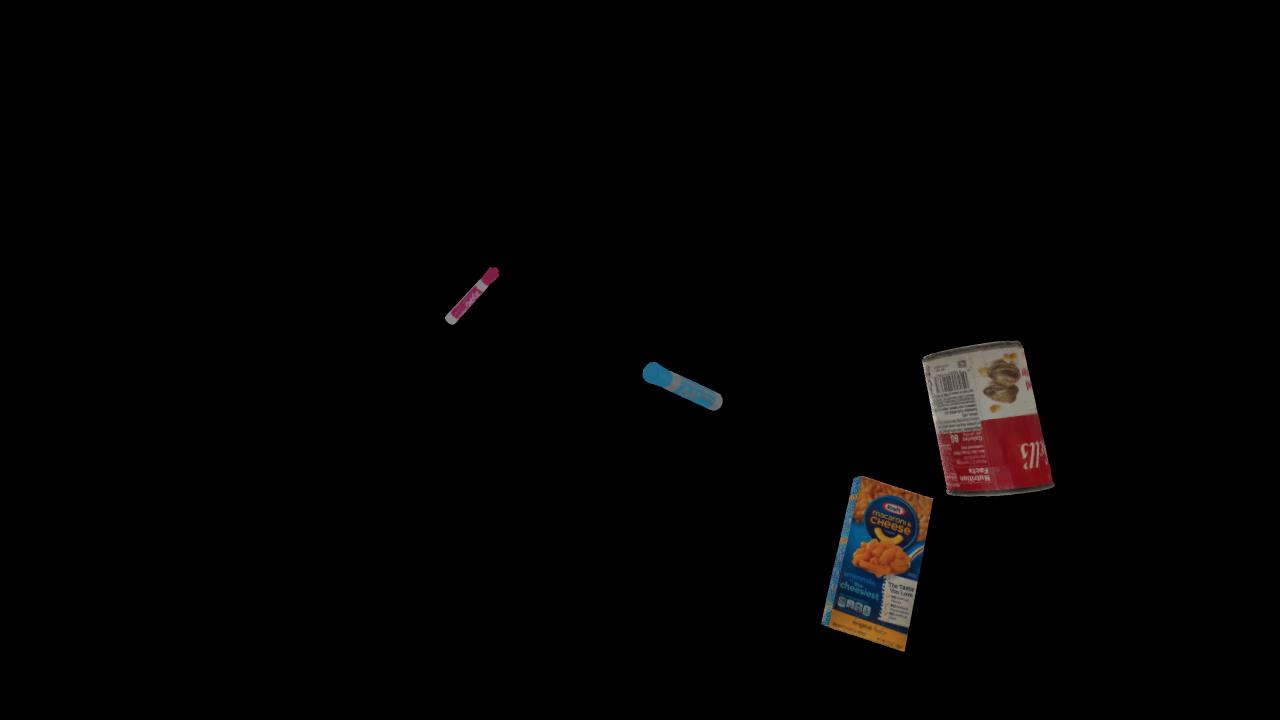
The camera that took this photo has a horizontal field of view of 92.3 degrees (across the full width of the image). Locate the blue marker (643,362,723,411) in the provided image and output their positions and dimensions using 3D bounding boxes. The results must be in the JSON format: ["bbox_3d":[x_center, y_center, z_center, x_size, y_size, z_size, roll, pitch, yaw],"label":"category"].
[{"bbox_3d":[0.041,0.026,0.572,0.020,0.020,0.121,0,-16,36],"label":"blue marker"}]

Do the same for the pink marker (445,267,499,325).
[{"bbox_3d":[-0.259,-0.100,0.953,0.121,0.020,0.020,-42,-18,21],"label":"pink marker"}]

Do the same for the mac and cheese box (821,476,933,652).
[{"bbox_3d":[0.289,0.244,0.748,0.093,0.184,0.041,16,-16,6],"label":"mac and cheese box"}]

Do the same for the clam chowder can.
[{"bbox_3d":[0.247,0.042,0.442,0.068,0.102,0.068,-7,-9,-1],"label":"clam chowder can"}]
